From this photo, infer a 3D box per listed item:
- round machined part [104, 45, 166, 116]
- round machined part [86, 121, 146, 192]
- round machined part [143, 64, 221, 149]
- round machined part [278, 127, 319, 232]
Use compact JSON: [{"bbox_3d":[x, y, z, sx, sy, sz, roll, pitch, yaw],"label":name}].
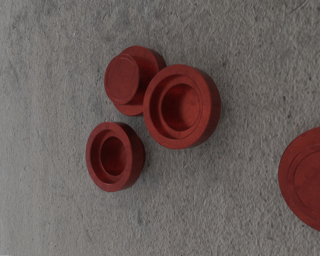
[{"bbox_3d":[-0.039,-0.065,0.426,0.098,0.042,0.097,0,90,40],"label":"round machined part"},{"bbox_3d":[-0.059,0.040,0.443,0.098,0.042,0.097,0,90,40],"label":"round machined part"},{"bbox_3d":[0.030,-0.024,0.369,0.098,0.042,0.097,0,90,40],"label":"round machined part"},{"bbox_3d":[0.151,0.046,0.269,0.098,0.042,0.097,0,90,40],"label":"round machined part"}]
